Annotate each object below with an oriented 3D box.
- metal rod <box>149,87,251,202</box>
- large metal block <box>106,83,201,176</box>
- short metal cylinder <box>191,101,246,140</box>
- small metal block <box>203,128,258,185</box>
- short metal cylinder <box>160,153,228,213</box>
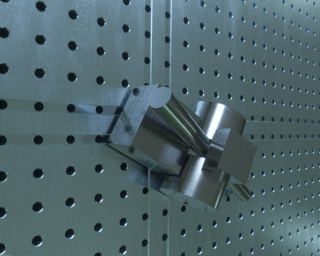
[{"bbox_3d":[0.071,0.041,0.413,0.300,0.025,0.025,45,62,-48],"label":"metal rod"},{"bbox_3d":[-0.005,0.003,0.381,0.080,0.050,0.080,36,68,-34],"label":"large metal block"},{"bbox_3d":[0.073,0.004,0.431,0.080,0.080,0.050,34,69,-35],"label":"short metal cylinder"},{"bbox_3d":[0.085,0.035,0.374,0.050,0.025,0.050,32,70,-26],"label":"small metal block"},{"bbox_3d":[0.046,0.073,0.408,0.080,0.080,0.050,37,67,-34],"label":"short metal cylinder"}]
